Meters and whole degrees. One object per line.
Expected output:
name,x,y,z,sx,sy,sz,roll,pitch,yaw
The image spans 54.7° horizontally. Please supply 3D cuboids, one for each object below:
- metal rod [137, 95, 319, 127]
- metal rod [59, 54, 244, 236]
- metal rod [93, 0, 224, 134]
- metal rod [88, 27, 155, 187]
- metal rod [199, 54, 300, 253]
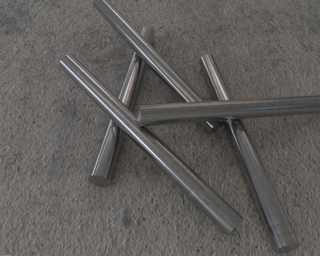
metal rod,0.121,-0.025,0.395,0.302,0.025,0.025,-4,50,-16
metal rod,-0.025,0.006,0.371,0.025,0.025,0.300,-36,67,-26
metal rod,-0.014,-0.107,0.464,0.025,0.025,0.300,-30,65,-22
metal rod,-0.045,-0.053,0.447,0.025,0.025,0.300,7,50,6
metal rod,0.100,0.005,0.399,0.025,0.025,0.300,-7,50,-6
